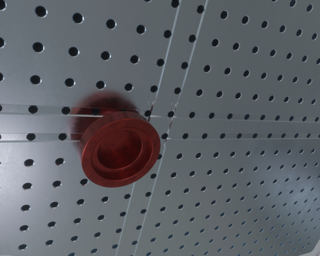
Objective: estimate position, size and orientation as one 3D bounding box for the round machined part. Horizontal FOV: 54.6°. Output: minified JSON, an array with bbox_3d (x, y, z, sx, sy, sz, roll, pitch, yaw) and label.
[{"bbox_3d":[-0.053,0.022,0.385,0.099,0.042,0.097,-14,124,-21],"label":"round machined part"}]
